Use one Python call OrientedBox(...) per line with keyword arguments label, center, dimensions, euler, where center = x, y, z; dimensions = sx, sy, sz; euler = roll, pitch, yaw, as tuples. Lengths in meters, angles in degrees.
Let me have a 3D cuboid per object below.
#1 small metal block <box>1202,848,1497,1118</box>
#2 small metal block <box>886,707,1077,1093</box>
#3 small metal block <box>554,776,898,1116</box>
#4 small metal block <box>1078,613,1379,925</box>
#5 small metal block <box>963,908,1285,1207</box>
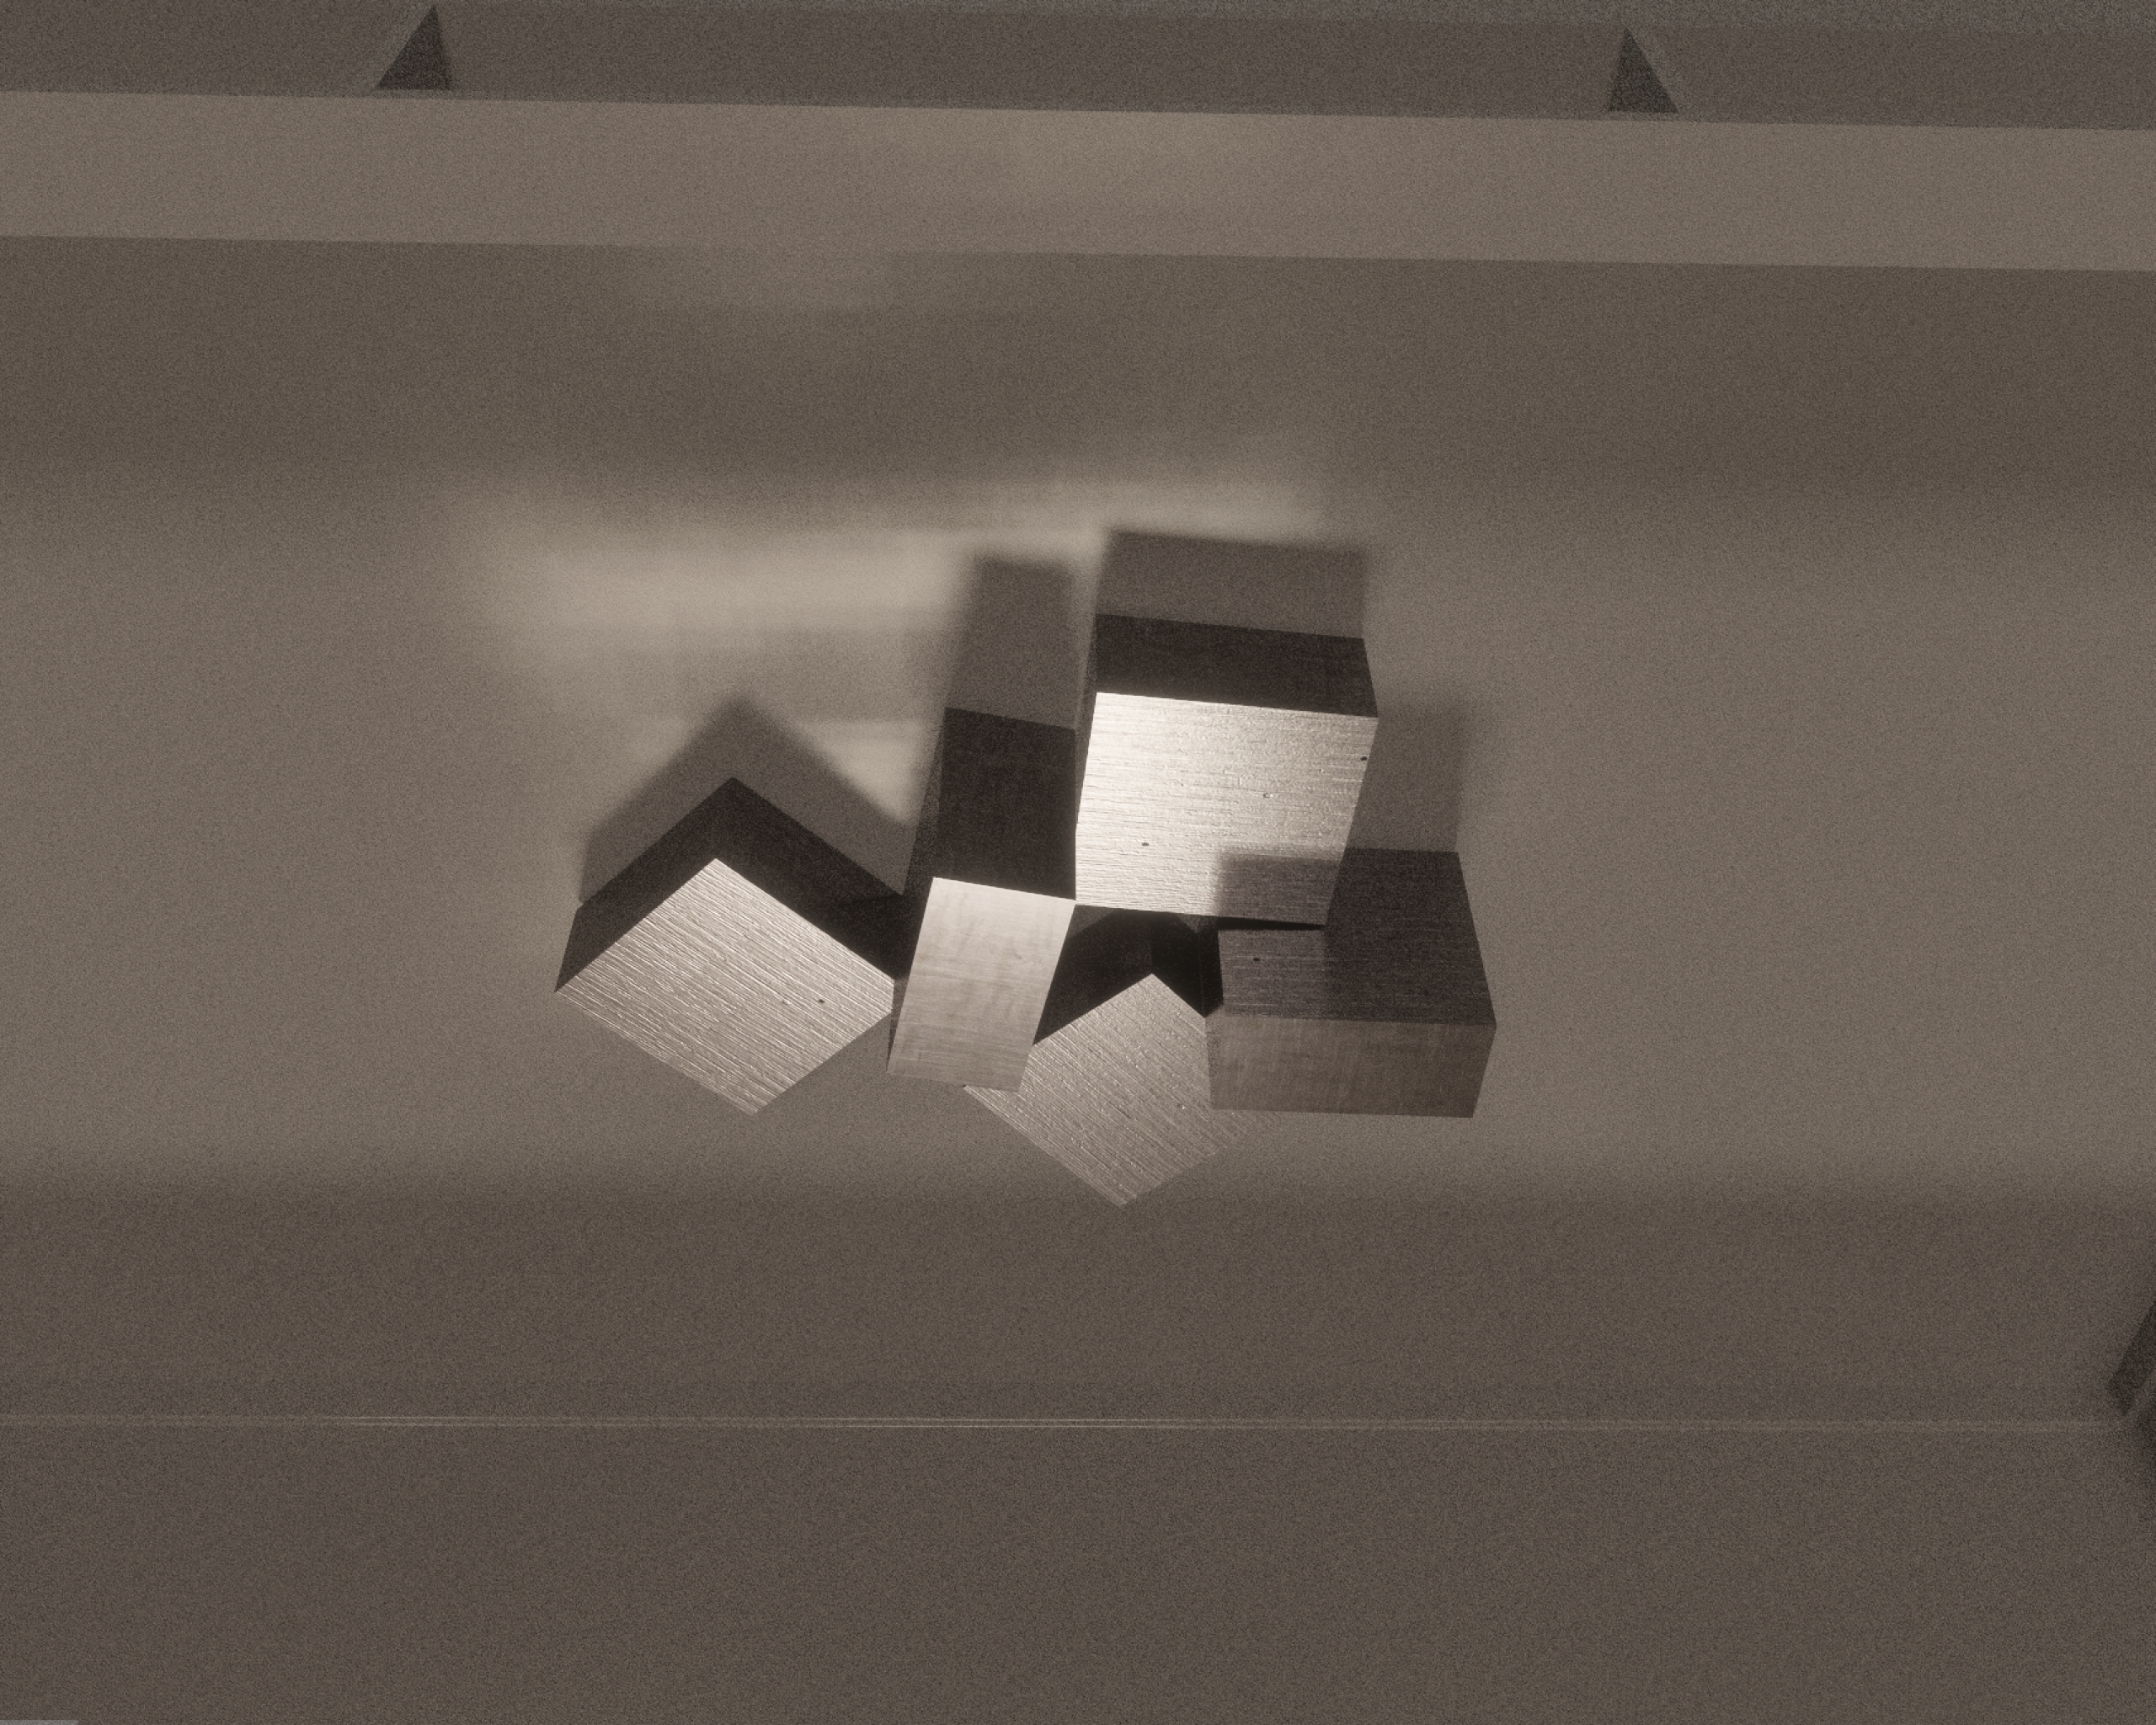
OrientedBox(label="small metal block", center=(0.051, 0.022, 0.410), dimensions=(0.050, 0.050, 0.025), euler=(2, 130, -3))
OrientedBox(label="small metal block", center=(-0.018, 0.007, 0.395), dimensions=(0.025, 0.050, 0.050), euler=(10, 129, -9))
OrientedBox(label="small metal block", center=(-0.068, 0.018, 0.421), dimensions=(0.050, 0.025, 0.050), euler=(-37, 122, 27))
OrientedBox(label="small metal block", center=(0.025, -0.017, 0.393), dimensions=(0.050, 0.025, 0.050), euler=(5, 130, -5))
OrientedBox(label="small metal block", center=(0.012, 0.040, 0.441), dimensions=(0.050, 0.025, 0.050), euler=(-33, 123, 24))
